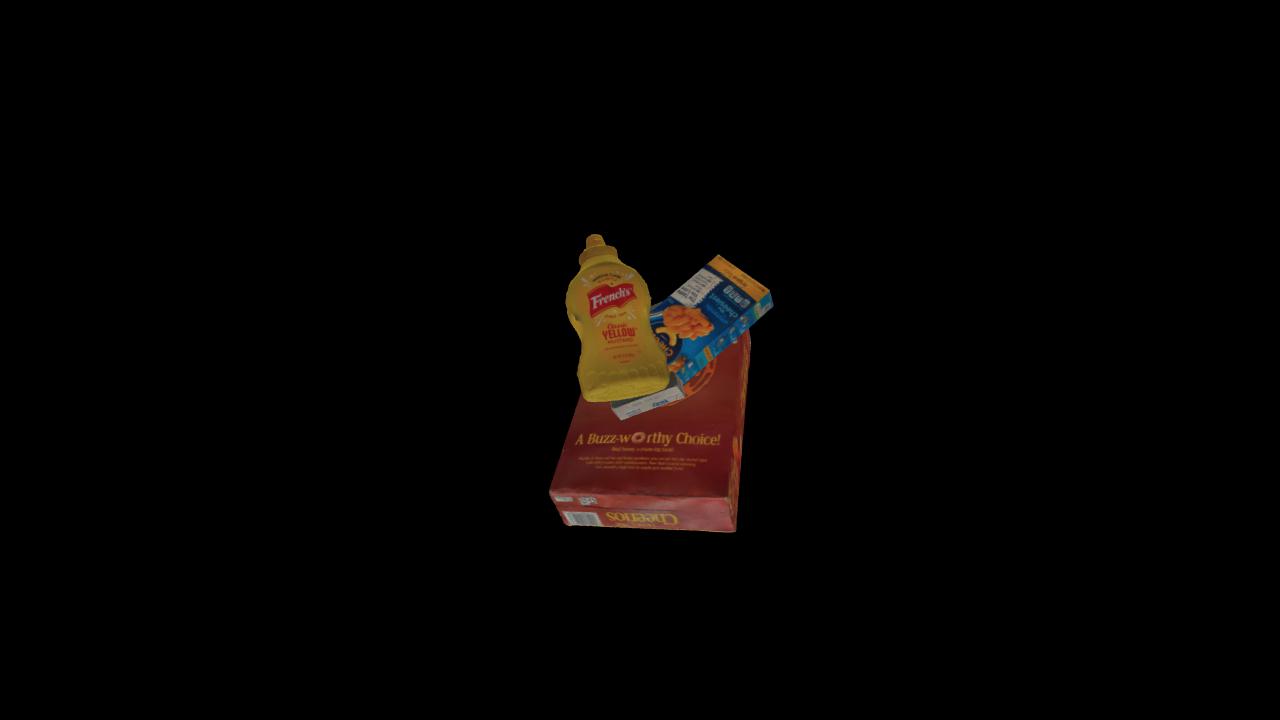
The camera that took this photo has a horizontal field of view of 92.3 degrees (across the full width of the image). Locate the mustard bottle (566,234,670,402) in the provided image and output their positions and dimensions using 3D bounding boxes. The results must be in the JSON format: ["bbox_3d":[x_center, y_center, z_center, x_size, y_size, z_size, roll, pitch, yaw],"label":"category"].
[{"bbox_3d":[-0.032,-0.051,0.644,0.092,0.184,0.054,-11,-20,-5],"label":"mustard bottle"}]

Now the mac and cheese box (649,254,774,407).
[{"bbox_3d":[0.059,-0.038,0.733,0.093,0.184,0.041,44,-9,34],"label":"mac and cheese box"}]

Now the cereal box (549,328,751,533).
[{"bbox_3d":[0.028,0.060,0.767,0.203,0.081,0.306,-3,44,16],"label":"cereal box"}]

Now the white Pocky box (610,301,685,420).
[{"bbox_3d":[0.003,-0.003,0.744,0.084,0.154,0.028,-21,-49,14],"label":"white Pocky box"}]
